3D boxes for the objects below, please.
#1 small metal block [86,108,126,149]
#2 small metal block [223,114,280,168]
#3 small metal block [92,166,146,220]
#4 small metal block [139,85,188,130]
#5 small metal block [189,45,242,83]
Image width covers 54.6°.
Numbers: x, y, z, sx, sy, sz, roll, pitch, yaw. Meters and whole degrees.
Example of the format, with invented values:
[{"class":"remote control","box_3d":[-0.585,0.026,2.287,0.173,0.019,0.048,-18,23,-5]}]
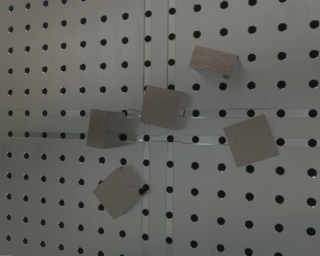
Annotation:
[{"class":"small metal block","box_3d":[-0.073,0.001,0.426,0.025,0.050,0.050,9,93,20]},{"class":"small metal block","box_3d":[0.110,0.015,0.374,0.050,0.025,0.050,-21,83,19]},{"class":"small metal block","box_3d":[-0.057,0.090,0.433,0.050,0.025,0.050,-45,76,14]},{"class":"small metal block","box_3d":[0.005,-0.027,0.411,0.050,0.025,0.050,13,95,19]},{"class":"small metal block","box_3d":[0.068,-0.077,0.375,0.050,0.050,0.025,19,97,19]}]
